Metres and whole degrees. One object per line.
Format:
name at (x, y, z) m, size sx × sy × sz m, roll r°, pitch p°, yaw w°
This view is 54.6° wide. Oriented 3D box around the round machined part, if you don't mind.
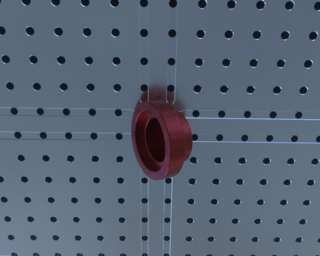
round machined part at (0.004, 0.014, 0.390) m, size 0.042 × 0.098 × 0.097 m, roll -9°, pitch 114°, yaw -30°
